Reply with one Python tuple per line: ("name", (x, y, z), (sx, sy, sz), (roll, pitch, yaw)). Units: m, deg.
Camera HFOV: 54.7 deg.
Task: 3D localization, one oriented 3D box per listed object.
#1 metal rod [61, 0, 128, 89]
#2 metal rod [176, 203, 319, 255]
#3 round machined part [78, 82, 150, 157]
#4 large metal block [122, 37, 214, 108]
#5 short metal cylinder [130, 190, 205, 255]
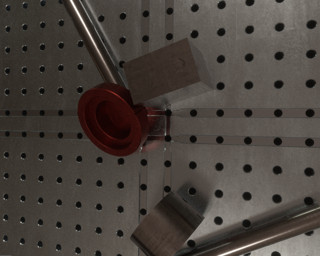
("metal rod", (-0.124, -0.175, 0.454), (0.025, 0.025, 0.299), (-32, 80, 17))
("metal rod", (0.056, 0.163, 0.392), (0.300, 0.025, 0.025), (-28, 81, 17))
("round machined part", (-0.056, -0.014, 0.408), (0.098, 0.042, 0.097), (15, 125, 24))
("large metal block", (0.013, -0.062, 0.378), (0.080, 0.080, 0.050), (-18, 84, 19))
("short metal cylinder", (0.009, 0.123, 0.379), (0.050, 0.080, 0.080), (41, 103, 15))
